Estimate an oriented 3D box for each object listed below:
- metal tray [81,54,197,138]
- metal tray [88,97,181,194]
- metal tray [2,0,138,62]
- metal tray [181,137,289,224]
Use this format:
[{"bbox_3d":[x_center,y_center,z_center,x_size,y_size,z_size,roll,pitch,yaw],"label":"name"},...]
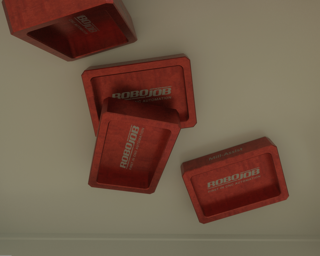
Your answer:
[{"bbox_3d":[-0.024,-0.039,0.393,0.131,0.030,0.089,-8,110,2],"label":"metal tray"},{"bbox_3d":[-0.036,0.028,0.390,0.091,0.030,0.129,10,129,-13],"label":"metal tray"},{"bbox_3d":[-0.079,-0.105,0.314,0.090,0.130,0.030,-15,90,5],"label":"metal tray"},{"bbox_3d":[0.105,0.075,0.437,0.131,0.030,0.090,-19,109,6],"label":"metal tray"}]
